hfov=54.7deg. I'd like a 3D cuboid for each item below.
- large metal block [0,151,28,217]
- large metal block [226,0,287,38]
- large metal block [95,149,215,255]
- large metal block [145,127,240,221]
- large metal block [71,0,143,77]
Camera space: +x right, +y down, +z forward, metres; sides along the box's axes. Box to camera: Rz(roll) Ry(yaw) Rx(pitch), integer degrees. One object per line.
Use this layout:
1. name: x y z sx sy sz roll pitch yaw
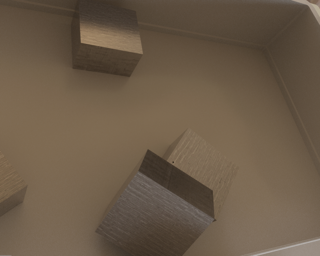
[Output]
1. large metal block: -0.176 0.050 0.265 0.080 0.050 0.081 49 51 6
2. large metal block: 0.195 -0.244 0.626 0.080 0.080 0.050 29 52 -10
3. large metal block: -0.004 0.082 0.307 0.080 0.080 0.050 33 19 -4
4. large metal block: 0.037 0.060 0.373 0.080 0.050 0.080 38 51 -3
5. large metal block: -0.075 -0.122 0.424 0.081 0.050 0.080 4 60 -26
